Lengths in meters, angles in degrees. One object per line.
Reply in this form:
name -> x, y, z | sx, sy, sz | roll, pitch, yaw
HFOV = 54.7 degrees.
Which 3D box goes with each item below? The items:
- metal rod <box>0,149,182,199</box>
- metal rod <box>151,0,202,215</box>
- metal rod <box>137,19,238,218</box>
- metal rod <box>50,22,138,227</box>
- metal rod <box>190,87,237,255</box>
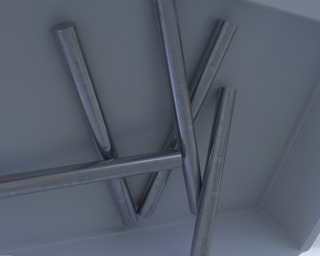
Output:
metal rod -> -0.120, 0.058, 0.356 | 0.302, 0.025, 0.025 | -7, 122, -17
metal rod -> 0.030, -0.009, 0.393 | 0.025, 0.025, 0.298 | -20, 118, -17
metal rod -> 0.030, 0.001, 0.427 | 0.025, 0.025, 0.298 | 9, 114, -33
metal rod -> -0.069, 0.021, 0.384 | 0.025, 0.025, 0.298 | -23, 127, -15
metal rod -> 0.068, 0.093, 0.423 | 0.025, 0.025, 0.298 | 13, 86, -34
